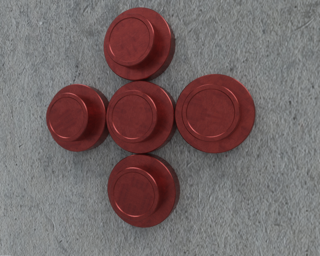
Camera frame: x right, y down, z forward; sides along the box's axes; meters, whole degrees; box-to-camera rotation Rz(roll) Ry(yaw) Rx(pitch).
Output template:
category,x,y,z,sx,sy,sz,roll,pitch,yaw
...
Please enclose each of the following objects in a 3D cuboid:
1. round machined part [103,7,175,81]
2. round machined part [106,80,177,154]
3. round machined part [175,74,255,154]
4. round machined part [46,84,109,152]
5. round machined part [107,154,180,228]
category,x,y,z,sx,sy,sz,roll,pitch,yaw
round machined part,-0.032,-0.112,0.412,0.098,0.042,0.097,0,90,19
round machined part,-0.028,-0.015,0.410,0.098,0.042,0.097,0,90,19
round machined part,0.065,-0.017,0.378,0.098,0.042,0.097,0,90,19
round machined part,-0.121,-0.014,0.443,0.098,0.042,0.097,0,90,19
round machined part,-0.026,0.083,0.409,0.098,0.042,0.097,0,90,19
